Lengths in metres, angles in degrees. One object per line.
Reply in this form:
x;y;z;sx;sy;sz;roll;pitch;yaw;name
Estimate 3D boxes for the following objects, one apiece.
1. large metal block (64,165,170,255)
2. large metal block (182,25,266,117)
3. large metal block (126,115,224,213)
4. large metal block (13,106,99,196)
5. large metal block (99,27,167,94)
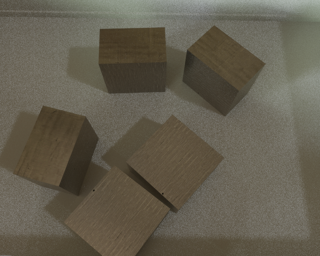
-0.046;0.103;0.355;0.080;0.050;0.080;36;69;12;large metal block
0.079;-0.072;0.408;0.080;0.080;0.050;42;75;13;large metal block
0.018;0.045;0.380;0.080;0.050;0.080;41;75;13;large metal block
-0.117;0.031;0.368;0.050;0.080;0.080;14;71;5;large metal block
-0.033;-0.087;0.412;0.081;0.080;0.050;-2;70;-1;large metal block
